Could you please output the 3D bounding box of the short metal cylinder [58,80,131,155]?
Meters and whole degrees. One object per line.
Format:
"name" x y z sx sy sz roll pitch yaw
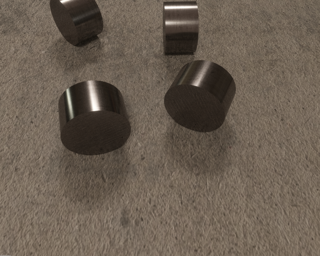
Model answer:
"short metal cylinder" -0.080 -0.011 0.376 0.081 0.080 0.050 -11 51 -10

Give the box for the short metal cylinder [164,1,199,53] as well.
"short metal cylinder" 0.032 -0.164 0.506 0.050 0.080 0.080 -2 50 -2

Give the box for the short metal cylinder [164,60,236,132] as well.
"short metal cylinder" 0.052 -0.040 0.402 0.080 0.080 0.050 19 53 15

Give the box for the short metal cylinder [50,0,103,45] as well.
"short metal cylinder" -0.141 -0.188 0.524 0.050 0.080 0.080 -35 59 -26
